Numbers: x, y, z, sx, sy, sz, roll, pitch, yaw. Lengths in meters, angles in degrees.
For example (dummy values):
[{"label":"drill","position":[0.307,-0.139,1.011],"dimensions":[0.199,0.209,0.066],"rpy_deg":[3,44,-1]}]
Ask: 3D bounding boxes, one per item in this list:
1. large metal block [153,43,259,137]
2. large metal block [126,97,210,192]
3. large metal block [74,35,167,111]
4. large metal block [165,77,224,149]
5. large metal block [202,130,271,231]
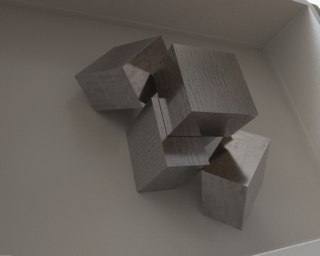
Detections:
[{"label":"large metal block","position":[0.046,-0.038,0.332],"dimensions":[0.081,0.050,0.080],"rpy_deg":[2,61,-27]},{"label":"large metal block","position":[0.004,0.021,0.358],"dimensions":[0.050,0.080,0.080],"rpy_deg":[1,61,-28]},{"label":"large metal block","position":[-0.040,-0.066,0.377],"dimensions":[0.080,0.080,0.050],"rpy_deg":[-51,127,-39]},{"label":"large metal block","position":[0.041,-0.022,0.402],"dimensions":[0.050,0.080,0.080],"rpy_deg":[1,61,-28]},{"label":"large metal block","position":[0.090,0.059,0.371],"dimensions":[0.050,0.080,0.080],"rpy_deg":[18,45,26]}]
